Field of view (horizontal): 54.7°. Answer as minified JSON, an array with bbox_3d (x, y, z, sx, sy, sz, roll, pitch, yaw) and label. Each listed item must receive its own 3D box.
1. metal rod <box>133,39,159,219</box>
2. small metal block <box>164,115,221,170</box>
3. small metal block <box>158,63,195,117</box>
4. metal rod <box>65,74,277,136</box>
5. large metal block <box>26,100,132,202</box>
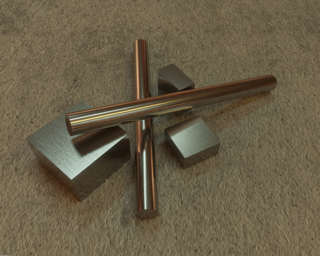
[{"bbox_3d":[-0.023,-0.024,0.422,0.025,0.025,0.300,-3,50,-3],"label":"metal rod"},{"bbox_3d":[0.040,0.017,0.389,0.050,0.025,0.050,-22,54,-18],"label":"small metal block"},{"bbox_3d":[0.021,-0.053,0.432,0.025,0.050,0.050,-27,55,-21],"label":"small metal block"},{"bbox_3d":[0.034,-0.036,0.394,0.303,0.025,0.025,-14,51,-27],"label":"metal rod"},{"bbox_3d":[-0.092,0.024,0.365,0.080,0.050,0.080,34,58,25],"label":"large metal block"}]
